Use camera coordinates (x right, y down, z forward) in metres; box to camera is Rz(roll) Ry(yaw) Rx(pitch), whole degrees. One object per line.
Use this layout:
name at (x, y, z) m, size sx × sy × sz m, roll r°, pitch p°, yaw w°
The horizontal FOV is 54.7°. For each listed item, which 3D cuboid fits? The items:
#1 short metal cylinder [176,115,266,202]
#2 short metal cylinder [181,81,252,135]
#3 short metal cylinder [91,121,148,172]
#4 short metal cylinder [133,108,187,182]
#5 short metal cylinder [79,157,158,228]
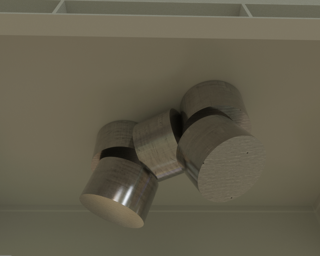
short metal cylinder at (0.065, 0.032, 0.333) m, size 0.081 × 0.050 × 0.079 m, roll -11°, pitch 120°, yaw -19°
short metal cylinder at (0.067, -0.011, 0.382) m, size 0.081 × 0.050 × 0.079 m, roll 0°, pitch 130°, yaw 0°
short metal cylinder at (-0.049, 0.037, 0.421) m, size 0.081 × 0.050 × 0.079 m, roll 0°, pitch 130°, yaw 0°
short metal cylinder at (0.009, 0.022, 0.389) m, size 0.050 × 0.080 × 0.080 m, roll -23°, pitch 127°, yaw 18°
short metal cylinder at (-0.048, 0.078, 0.372) m, size 0.080 × 0.050 × 0.080 m, roll 15°, pitch 145°, yaw 12°
